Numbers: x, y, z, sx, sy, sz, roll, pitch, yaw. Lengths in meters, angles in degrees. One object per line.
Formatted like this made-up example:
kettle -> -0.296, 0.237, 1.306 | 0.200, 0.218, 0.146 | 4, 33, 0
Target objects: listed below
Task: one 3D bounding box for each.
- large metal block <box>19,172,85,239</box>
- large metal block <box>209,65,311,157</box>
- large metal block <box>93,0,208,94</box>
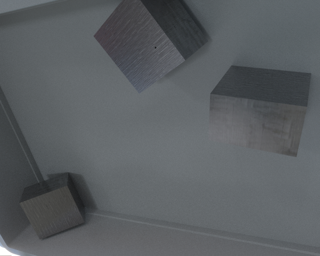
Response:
large metal block -> -0.187, 0.137, 0.550 | 0.080, 0.050, 0.080 | -20, 112, -7
large metal block -> 0.100, -0.022, 0.307 | 0.080, 0.080, 0.050 | 11, 123, 22
large metal block -> -0.011, -0.095, 0.330 | 0.080, 0.050, 0.080 | 52, 139, -9
